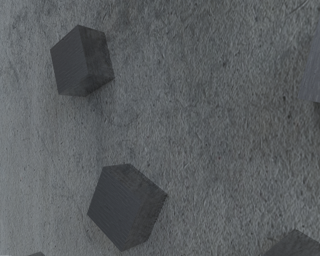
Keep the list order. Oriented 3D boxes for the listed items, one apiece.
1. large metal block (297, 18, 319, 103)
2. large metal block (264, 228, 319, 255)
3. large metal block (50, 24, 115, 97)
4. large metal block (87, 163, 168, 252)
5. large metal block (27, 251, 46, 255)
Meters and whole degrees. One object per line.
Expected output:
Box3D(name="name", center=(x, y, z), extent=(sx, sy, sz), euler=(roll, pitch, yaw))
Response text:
Box3D(name="large metal block", center=(0.169, -0.053, 0.249), extent=(0.080, 0.050, 0.079), euler=(19, 102, 38))
Box3D(name="large metal block", center=(0.115, 0.147, 0.274), extent=(0.050, 0.081, 0.079), euler=(28, 108, 36))
Box3D(name="large metal block", center=(-0.124, -0.103, 0.492), extent=(0.080, 0.050, 0.080), euler=(-23, 75, 37))
Box3D(name="large metal block", center=(-0.047, 0.106, 0.428), extent=(0.080, 0.050, 0.079), euler=(33, 111, 35))
Box3D(name="large metal block", center=(-0.231, 0.294, 0.580), extent=(0.080, 0.050, 0.079), euler=(15, 100, 39))
